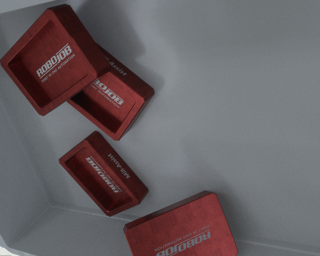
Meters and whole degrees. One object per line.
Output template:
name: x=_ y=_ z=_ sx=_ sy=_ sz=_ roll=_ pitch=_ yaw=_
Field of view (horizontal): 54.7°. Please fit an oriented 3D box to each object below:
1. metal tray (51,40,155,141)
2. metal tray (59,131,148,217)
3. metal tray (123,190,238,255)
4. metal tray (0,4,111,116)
metal tray: x=-0.083 y=-0.054 z=0.415 sx=0.130 sy=0.030 sz=0.089 roll=39 pitch=129 yaw=1
metal tray: x=-0.092 y=0.077 z=0.501 sx=0.090 sy=0.030 sz=0.130 roll=-33 pitch=100 yaw=38
metal tray: x=0.027 y=0.149 z=0.411 sx=0.030 sy=0.131 sz=0.090 roll=151 pitch=99 yaw=-77
metal tray: x=-0.134 y=-0.079 z=0.387 sx=0.130 sy=0.030 sz=0.090 roll=-25 pitch=105 yaw=36
